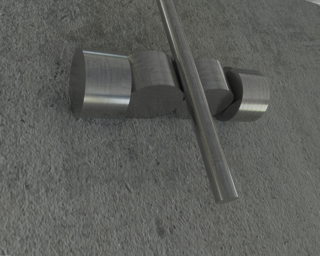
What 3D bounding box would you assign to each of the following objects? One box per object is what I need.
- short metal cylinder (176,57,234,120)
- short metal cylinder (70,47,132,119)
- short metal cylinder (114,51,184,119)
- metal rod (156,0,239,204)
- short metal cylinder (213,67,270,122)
[{"bbox_3d":[0.056,-0.053,0.431,0.081,0.080,0.050,1,62,-28],"label":"short metal cylinder"},{"bbox_3d":[-0.072,-0.051,0.362,0.050,0.080,0.080,1,62,-28],"label":"short metal cylinder"},{"bbox_3d":[-0.015,-0.052,0.394,0.081,0.080,0.050,1,62,-28],"label":"short metal cylinder"},{"bbox_3d":[0.038,-0.057,0.381,0.025,0.025,0.299,1,61,-28],"label":"metal rod"},{"bbox_3d":[0.115,-0.049,0.461,0.050,0.080,0.080,1,62,-28],"label":"short metal cylinder"}]
